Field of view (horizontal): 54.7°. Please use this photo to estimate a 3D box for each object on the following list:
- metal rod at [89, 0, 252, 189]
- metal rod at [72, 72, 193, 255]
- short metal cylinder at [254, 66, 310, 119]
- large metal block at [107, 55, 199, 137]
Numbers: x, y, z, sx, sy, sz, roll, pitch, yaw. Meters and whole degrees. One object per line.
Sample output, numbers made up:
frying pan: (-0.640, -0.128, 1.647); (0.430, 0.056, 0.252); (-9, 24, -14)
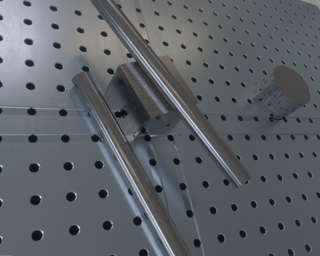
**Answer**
metal rod: (0.007, -0.055, 0.381); (0.025, 0.025, 0.299); (-30, 78, -38)
metal rod: (-0.025, 0.061, 0.357); (0.025, 0.025, 0.299); (-21, 73, -36)
short metal cylinder: (0.215, -0.063, 0.546); (0.081, 0.050, 0.080); (14, 56, -21)
large metal block: (-0.010, -0.045, 0.414); (0.081, 0.050, 0.080); (-21, 73, -36)
